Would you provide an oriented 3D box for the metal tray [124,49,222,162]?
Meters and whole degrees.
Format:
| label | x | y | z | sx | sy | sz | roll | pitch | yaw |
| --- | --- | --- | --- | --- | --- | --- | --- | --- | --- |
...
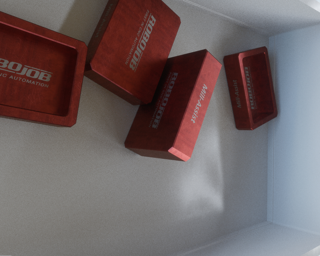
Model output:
| label | x | y | z | sx | sy | sz | roll | pitch | yaw |
| --- | --- | --- | --- | --- | --- | --- | --- | --- | --- |
| metal tray | 0.015 | -0.028 | 0.378 | 0.030 | 0.090 | 0.130 | 33 | 69 | -36 |

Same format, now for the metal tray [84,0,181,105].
| label | x | y | z | sx | sy | sz | roll | pitch | yaw |
| --- | --- | --- | --- | --- | --- | --- | --- | --- | --- |
| metal tray | -0.032 | -0.104 | 0.378 | 0.090 | 0.030 | 0.130 | 31 | 71 | -36 |

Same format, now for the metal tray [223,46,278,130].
| label | x | y | z | sx | sy | sz | roll | pitch | yaw |
| --- | --- | --- | --- | --- | --- | --- | --- | --- | --- |
| metal tray | 0.160 | -0.070 | 0.540 | 0.091 | 0.030 | 0.129 | -23 | 105 | -38 |

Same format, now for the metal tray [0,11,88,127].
| label | x | y | z | sx | sy | sz | roll | pitch | yaw |
| --- | --- | --- | --- | --- | --- | --- | --- | --- | --- |
| metal tray | -0.139 | -0.054 | 0.287 | 0.131 | 0.030 | 0.090 | 12 | 82 | -40 |
